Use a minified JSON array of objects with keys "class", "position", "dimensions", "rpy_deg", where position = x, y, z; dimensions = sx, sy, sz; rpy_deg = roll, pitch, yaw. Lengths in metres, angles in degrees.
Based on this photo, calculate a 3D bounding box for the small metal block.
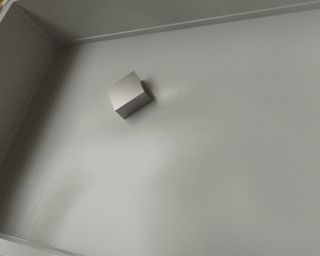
[{"class":"small metal block","position":[-0.046,-0.049,0.462],"dimensions":[0.050,0.025,0.050],"rpy_deg":[-32,52,7]}]
